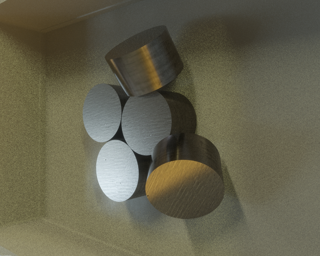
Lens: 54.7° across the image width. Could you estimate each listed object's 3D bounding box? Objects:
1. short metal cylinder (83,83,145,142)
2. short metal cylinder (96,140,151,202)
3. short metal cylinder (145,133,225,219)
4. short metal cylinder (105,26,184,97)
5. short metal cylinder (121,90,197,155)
[{"bbox_3d":[-0.064,-0.021,0.438,0.080,0.050,0.079,0,90,39],"label":"short metal cylinder"},{"bbox_3d":[-0.041,0.055,0.419,0.080,0.050,0.079,0,90,39],"label":"short metal cylinder"},{"bbox_3d":[0.027,0.052,0.338,0.080,0.050,0.079,2,121,4],"label":"short metal cylinder"},{"bbox_3d":[-0.018,-0.081,0.373,0.080,0.080,0.050,-4,126,39],"label":"short metal cylinder"},{"bbox_3d":[-0.002,-0.007,0.388,0.080,0.050,0.079,0,90,39],"label":"short metal cylinder"}]
